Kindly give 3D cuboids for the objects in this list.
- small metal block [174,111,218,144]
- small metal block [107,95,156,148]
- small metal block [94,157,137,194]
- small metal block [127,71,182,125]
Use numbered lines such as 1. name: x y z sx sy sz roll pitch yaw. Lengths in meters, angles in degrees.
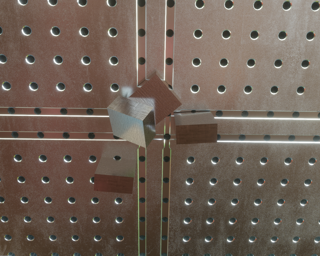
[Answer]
1. small metal block: 0.045 -0.001 0.400 0.050 0.050 0.025 -3 110 0
2. small metal block: -0.035 -0.008 0.389 0.050 0.025 0.050 20 141 21
3. small metal block: -0.060 0.064 0.423 0.050 0.050 0.025 6 110 -3
4. small metal block: -0.008 -0.037 0.400 0.050 0.025 0.050 -38 106 12
